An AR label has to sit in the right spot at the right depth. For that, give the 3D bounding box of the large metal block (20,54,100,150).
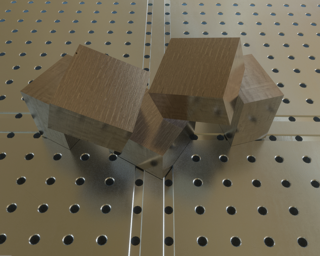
[{"bbox_3d":[-0.118,-0.034,0.398,0.050,0.080,0.080,24,54,18],"label":"large metal block"}]

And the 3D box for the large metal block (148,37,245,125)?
[{"bbox_3d":[0.044,-0.054,0.347,0.080,0.050,0.080,7,62,25],"label":"large metal block"}]

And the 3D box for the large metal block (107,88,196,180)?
[{"bbox_3d":[-0.010,0.004,0.387,0.080,0.050,0.080,26,54,19],"label":"large metal block"}]

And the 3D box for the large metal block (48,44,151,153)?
[{"bbox_3d":[-0.064,-0.030,0.331,0.080,0.050,0.080,20,57,-10],"label":"large metal block"}]

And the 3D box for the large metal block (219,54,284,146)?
[{"bbox_3d":[0.106,-0.036,0.404,0.050,0.080,0.080,-13,51,-11],"label":"large metal block"}]
